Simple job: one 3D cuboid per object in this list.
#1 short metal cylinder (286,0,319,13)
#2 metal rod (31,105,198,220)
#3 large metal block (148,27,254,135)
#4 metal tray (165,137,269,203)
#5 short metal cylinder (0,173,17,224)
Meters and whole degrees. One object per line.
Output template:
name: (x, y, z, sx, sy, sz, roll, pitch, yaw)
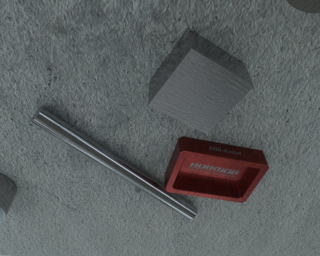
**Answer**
short metal cylinder: (0.136, -0.148, 0.266, 0.081, 0.050, 0.079, 0, 130, 0)
metal rod: (-0.050, 0.063, 0.460, 0.025, 0.025, 0.301, -37, 122, 27)
large metal block: (0.042, -0.050, 0.348, 0.080, 0.050, 0.080, 26, 126, -21)
metal tray: (0.080, 0.065, 0.459, 0.131, 0.030, 0.089, 10, 130, -9)
short metal cylinder: (-0.273, 0.109, 0.481, 0.081, 0.050, 0.079, 0, 130, 0)
